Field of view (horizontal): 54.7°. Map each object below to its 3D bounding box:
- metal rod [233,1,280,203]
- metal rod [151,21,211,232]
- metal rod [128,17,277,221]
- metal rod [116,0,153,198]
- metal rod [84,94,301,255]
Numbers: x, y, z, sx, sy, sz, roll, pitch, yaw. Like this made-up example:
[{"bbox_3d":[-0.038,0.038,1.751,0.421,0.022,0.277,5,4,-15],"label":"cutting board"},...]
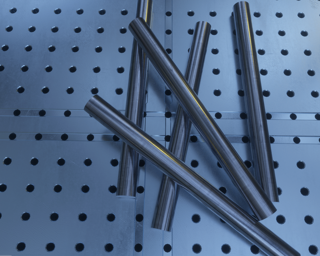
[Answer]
[{"bbox_3d":[0.130,-0.048,0.430,0.025,0.025,0.299,-1,70,-1],"label":"metal rod"},{"bbox_3d":[0.033,-0.016,0.418,0.025,0.025,0.299,12,70,4],"label":"metal rod"},{"bbox_3d":[0.046,-0.022,0.393,0.025,0.025,0.299,-30,76,-11],"label":"metal rod"},{"bbox_3d":[-0.032,-0.056,0.431,0.025,0.025,0.299,3,70,1],"label":"metal rod"},{"bbox_3d":[0.035,0.062,0.365,0.300,0.025,0.025,38,74,3],"label":"metal rod"}]
